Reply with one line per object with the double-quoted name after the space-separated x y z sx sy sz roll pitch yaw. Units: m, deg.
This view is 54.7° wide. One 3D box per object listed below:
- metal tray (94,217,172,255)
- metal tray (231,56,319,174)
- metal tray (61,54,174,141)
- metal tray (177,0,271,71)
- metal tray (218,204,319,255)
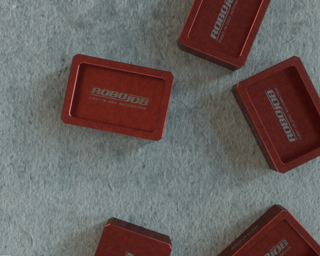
-0.047 0.195 0.407 0.090 0.030 0.129 19 90 -1 "metal tray"
0.164 -0.017 0.409 0.090 0.030 0.129 -26 90 -1 "metal tray"
-0.054 -0.039 0.406 0.131 0.030 0.089 11 90 -1 "metal tray"
0.088 -0.152 0.408 0.090 0.030 0.129 22 90 -1 "metal tray"
0.142 0.178 0.409 0.130 0.030 0.090 -42 91 -1 "metal tray"
